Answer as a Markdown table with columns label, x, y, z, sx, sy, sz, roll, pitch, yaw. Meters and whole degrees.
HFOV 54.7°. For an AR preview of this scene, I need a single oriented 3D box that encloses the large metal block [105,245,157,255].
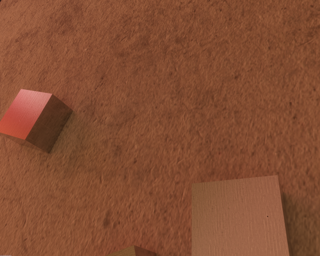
| label | x | y | z | sx | sy | sz | roll | pitch | yaw |
| --- | --- | --- | --- | --- | --- | --- | --- | --- | --- |
| large metal block | -0.042 | 0.172 | 0.303 | 0.080 | 0.050 | 0.080 | -25 | 53 | 12 |

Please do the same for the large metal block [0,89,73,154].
| label | x | y | z | sx | sy | sz | roll | pitch | yaw |
| --- | --- | --- | --- | --- | --- | --- | --- | --- | --- |
| large metal block | -0.202 | -0.012 | 0.499 | 0.080 | 0.050 | 0.080 | 11 | 67 | 32 |

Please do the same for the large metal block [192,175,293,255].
| label | x | y | z | sx | sy | sz | roll | pitch | yaw |
| --- | --- | --- | --- | --- | --- | --- | --- | --- | --- |
| large metal block | 0.076 | 0.094 | 0.289 | 0.080 | 0.050 | 0.080 | -10 | 57 | 22 |
